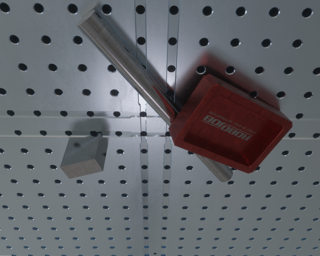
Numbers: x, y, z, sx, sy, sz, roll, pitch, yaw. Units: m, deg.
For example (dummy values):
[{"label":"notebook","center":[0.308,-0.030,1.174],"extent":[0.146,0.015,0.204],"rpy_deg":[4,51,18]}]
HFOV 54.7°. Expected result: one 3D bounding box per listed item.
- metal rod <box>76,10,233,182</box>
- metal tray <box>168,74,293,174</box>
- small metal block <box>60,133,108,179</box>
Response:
[{"label":"metal rod","center":[0.012,-0.020,0.394],"extent":[0.025,0.025,0.300],"rpy_deg":[-29,125,22]},{"label":"metal tray","center":[0.089,0.000,0.389],"extent":[0.131,0.030,0.089],"rpy_deg":[22,115,-24]},{"label":"small metal block","center":[-0.103,0.038,0.427],"extent":[0.050,0.050,0.025],"rpy_deg":[-14,129,11]}]
